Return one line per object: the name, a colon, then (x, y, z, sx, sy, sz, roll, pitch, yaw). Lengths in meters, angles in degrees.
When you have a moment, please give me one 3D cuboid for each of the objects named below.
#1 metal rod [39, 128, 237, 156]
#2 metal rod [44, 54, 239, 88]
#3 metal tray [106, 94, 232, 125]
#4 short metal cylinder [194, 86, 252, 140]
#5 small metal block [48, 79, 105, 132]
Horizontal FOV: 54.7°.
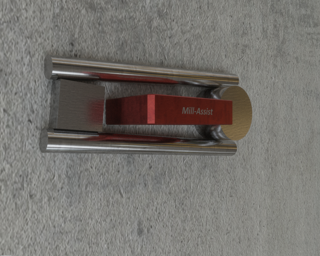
metal rod: (-0.001, 0.023, 0.406, 0.302, 0.025, 0.025, 5, 87, -40)
metal rod: (0.003, -0.069, 0.409, 0.302, 0.025, 0.025, -4, 93, -40)
metal tray: (0.013, -0.019, 0.373, 0.131, 0.090, 0.030, 0, 90, -40)
short metal cylinder: (0.095, -0.022, 0.469, 0.081, 0.050, 0.079, 0, 90, -40)
small metal block: (-0.089, -0.023, 0.332, 0.050, 0.025, 0.050, 5, 87, -40)
